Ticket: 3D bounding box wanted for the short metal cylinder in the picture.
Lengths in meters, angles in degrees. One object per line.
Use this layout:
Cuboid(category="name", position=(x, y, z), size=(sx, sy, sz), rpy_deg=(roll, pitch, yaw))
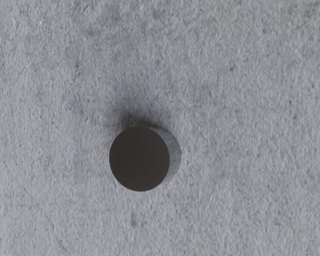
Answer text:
Cuboid(category="short metal cylinder", position=(-0.018, 0.038, 0.401), size=(0.080, 0.050, 0.079), rpy_deg=(0, 90, 19))
